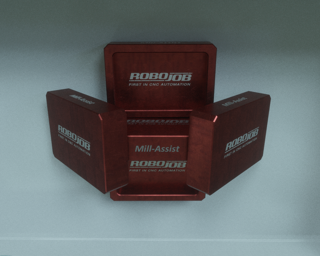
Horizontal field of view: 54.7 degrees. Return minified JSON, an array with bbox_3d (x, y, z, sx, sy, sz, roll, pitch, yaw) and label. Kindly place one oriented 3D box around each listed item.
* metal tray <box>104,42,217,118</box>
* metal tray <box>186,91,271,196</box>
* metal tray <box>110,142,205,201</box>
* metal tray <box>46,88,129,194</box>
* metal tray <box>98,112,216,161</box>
[{"bbox_3d":[0.001,-0.060,0.384,0.131,0.030,0.089,0,111,-1],"label":"metal tray"},{"bbox_3d":[0.084,0.012,0.365,0.030,0.131,0.089,18,116,39],"label":"metal tray"},{"bbox_3d":[-0.003,0.054,0.425,0.131,0.030,0.089,0,110,-1],"label":"metal tray"},{"bbox_3d":[-0.088,0.010,0.363,0.030,0.130,0.089,-17,116,-39],"label":"metal tray"},{"bbox_3d":[-0.004,0.007,0.377,0.131,0.090,0.030,0,110,-1],"label":"metal tray"}]
